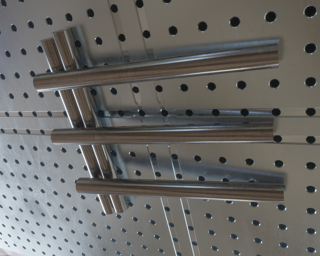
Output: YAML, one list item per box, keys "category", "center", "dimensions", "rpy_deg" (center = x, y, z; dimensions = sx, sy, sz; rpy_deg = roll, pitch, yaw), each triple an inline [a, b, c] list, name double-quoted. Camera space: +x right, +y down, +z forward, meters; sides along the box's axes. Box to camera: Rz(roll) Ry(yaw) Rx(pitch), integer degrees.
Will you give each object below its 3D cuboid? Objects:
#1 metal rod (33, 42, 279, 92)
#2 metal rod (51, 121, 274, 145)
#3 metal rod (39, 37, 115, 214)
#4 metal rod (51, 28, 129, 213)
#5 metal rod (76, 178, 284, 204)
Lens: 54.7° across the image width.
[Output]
- category: "metal rod"
  center: [-0.022, -0.066, 0.362]
  dimensions: [0.301, 0.025, 0.025]
  rpy_deg: [-2, 118, 22]
- category: "metal rod"
  center: [-0.013, 0.009, 0.402]
  dimensions: [0.301, 0.025, 0.025]
  rpy_deg: [-2, 118, 21]
- category: "metal rod"
  center: [-0.117, 0.012, 0.477]
  dimensions: [0.025, 0.025, 0.298]
  rpy_deg: [1, 119, 27]
- category: "metal rod"
  center: [-0.096, 0.005, 0.462]
  dimensions: [0.025, 0.025, 0.298]
  rpy_deg: [1, 119, 27]
- category: "metal rod"
  center: [0.013, 0.086, 0.437]
  dimensions: [0.301, 0.025, 0.025]
  rpy_deg: [-2, 118, 22]
